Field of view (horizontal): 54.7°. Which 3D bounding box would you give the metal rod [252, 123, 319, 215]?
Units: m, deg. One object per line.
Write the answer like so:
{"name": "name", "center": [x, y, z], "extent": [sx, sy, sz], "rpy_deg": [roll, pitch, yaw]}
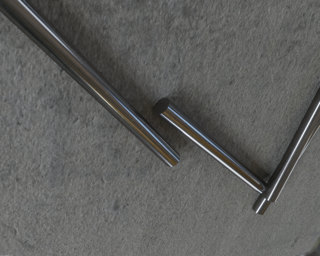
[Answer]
{"name": "metal rod", "center": [0.254, 0.037, 0.571], "extent": [0.025, 0.025, 0.298], "rpy_deg": [12, 112, -34]}

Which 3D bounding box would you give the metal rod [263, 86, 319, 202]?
{"name": "metal rod", "center": [0.255, -0.002, 0.536], "extent": [0.025, 0.025, 0.298], "rpy_deg": [10, 110, -33]}

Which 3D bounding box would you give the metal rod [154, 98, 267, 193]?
{"name": "metal rod", "center": [0.096, 0.041, 0.486], "extent": [0.025, 0.025, 0.301], "rpy_deg": [-49, 129, 6]}

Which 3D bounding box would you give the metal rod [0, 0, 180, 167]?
{"name": "metal rod", "center": [-0.061, -0.038, 0.350], "extent": [0.025, 0.025, 0.300], "rpy_deg": [-43, 130, 1]}
